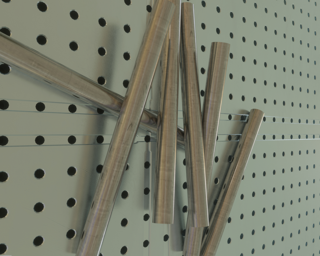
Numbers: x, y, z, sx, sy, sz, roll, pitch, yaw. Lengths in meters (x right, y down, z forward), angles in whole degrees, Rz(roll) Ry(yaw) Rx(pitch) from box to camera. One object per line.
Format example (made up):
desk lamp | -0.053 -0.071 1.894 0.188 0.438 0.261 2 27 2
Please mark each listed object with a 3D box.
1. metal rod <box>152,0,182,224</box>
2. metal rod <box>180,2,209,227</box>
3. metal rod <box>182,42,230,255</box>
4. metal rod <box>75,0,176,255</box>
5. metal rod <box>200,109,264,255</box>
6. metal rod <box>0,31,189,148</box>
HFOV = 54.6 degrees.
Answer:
metal rod | 0.010 -0.037 0.388 0.025 0.025 0.299 14 73 -39
metal rod | 0.043 -0.024 0.416 0.025 0.025 0.299 4 79 -40
metal rod | 0.063 0.035 0.429 0.025 0.025 0.298 1 99 -40
metal rod | -0.038 0.002 0.347 0.025 0.025 0.299 19 87 -39
metal rod | 0.113 0.100 0.502 0.025 0.025 0.300 39 66 -33
metal rod | -0.050 -0.027 0.365 0.301 0.025 0.025 26 74 -37
